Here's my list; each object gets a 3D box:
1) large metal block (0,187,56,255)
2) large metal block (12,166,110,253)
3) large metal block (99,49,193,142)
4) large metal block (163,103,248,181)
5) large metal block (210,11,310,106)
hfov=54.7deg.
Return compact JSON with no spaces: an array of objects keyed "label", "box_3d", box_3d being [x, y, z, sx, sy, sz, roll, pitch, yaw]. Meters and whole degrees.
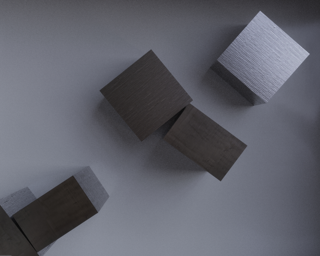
[{"label":"large metal block","box_3d":[-0.176,0.127,0.382,0.050,0.080,0.080,-37,90,0]},{"label":"large metal block","box_3d":[-0.116,0.095,0.382,0.080,0.080,0.050,-33,90,0]},{"label":"large metal block","box_3d":[-0.017,-0.039,0.399,0.080,0.050,0.080,-39,90,0]},{"label":"large metal block","box_3d":[0.050,0.016,0.385,0.080,0.080,0.050,36,90,-1]},{"label":"large metal block","box_3d":[0.125,-0.086,0.401,0.080,0.050,0.080,41,90,-1]}]
